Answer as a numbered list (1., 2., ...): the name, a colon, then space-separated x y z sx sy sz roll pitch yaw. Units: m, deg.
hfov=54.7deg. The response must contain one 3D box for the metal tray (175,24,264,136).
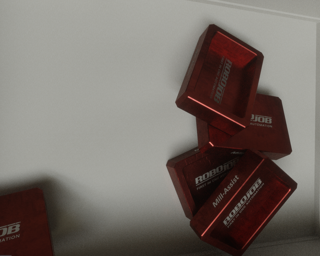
1. metal tray: 0.082 -0.066 0.408 0.090 0.030 0.130 27 60 -11

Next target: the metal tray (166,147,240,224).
1. metal tray: 0.084 0.064 0.438 0.131 0.030 0.090 -23 98 -19

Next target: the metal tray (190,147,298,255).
1. metal tray: 0.112 0.101 0.409 0.090 0.030 0.130 37 93 -33

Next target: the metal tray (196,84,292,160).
1. metal tray: 0.115 -0.006 0.433 0.131 0.030 0.090 7 65 -20

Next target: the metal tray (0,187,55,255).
1. metal tray: -0.180 0.120 0.313 0.131 0.030 0.090 -11 52 -20
